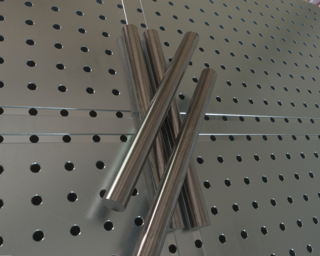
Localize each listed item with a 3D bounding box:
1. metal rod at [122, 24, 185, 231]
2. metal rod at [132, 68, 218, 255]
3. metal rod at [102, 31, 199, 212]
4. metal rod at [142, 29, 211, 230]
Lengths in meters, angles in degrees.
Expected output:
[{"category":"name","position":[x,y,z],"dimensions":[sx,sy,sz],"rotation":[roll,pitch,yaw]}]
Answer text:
[{"category":"metal rod","position":[-0.015,-0.018,0.411],"dimensions":[0.025,0.025,0.299],"rotation":[1,61,-28]},{"category":"metal rod","position":[0.027,0.029,0.372],"dimensions":[0.025,0.025,0.301],"rotation":[30,52,-9]},{"category":"metal rod","position":[0.002,-0.033,0.397],"dimensions":[0.025,0.025,0.301],"rotation":[31,52,-9]},{"category":"metal rod","position":[0.016,-0.016,0.426],"dimensions":[0.025,0.025,0.299],"rotation":[1,61,-28]}]
